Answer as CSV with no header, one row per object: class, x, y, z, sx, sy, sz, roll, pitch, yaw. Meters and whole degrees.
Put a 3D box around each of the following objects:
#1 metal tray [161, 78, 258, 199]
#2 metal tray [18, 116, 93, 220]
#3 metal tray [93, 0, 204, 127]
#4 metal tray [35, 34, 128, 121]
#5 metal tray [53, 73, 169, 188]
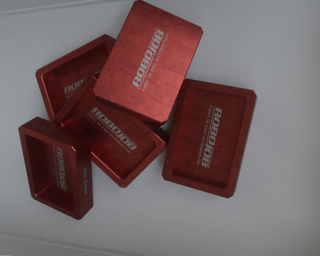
metal tray,0.061,0.011,0.384,0.090,0.030,0.129,13,94,19
metal tray,-0.139,0.057,0.422,0.090,0.030,0.129,18,125,19
metal tray,-0.013,-0.077,0.373,0.090,0.030,0.130,23,78,-5
metal tray,-0.107,-0.064,0.442,0.130,0.030,0.090,-22,83,18
metal tray,-0.063,0.004,0.404,0.130,0.030,0.090,43,110,-1
